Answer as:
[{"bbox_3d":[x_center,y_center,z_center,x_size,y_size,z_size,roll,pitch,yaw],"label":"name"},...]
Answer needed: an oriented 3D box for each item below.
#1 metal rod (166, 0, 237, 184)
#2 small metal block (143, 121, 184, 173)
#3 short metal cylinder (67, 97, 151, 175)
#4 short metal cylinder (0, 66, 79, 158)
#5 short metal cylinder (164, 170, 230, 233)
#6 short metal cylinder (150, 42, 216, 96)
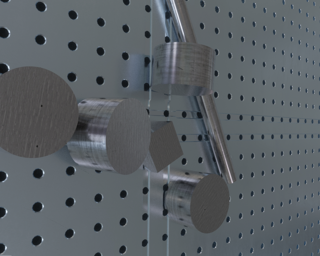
[{"bbox_3d":[0.066,-0.051,0.464,0.025,0.025,0.298,-31,110,-36],"label":"metal rod"},{"bbox_3d":[-0.002,0.024,0.408,0.050,0.025,0.050,-31,110,-36],"label":"small metal block"},{"bbox_3d":[-0.052,0.007,0.333,0.080,0.050,0.079,-14,106,-59],"label":"short metal cylinder"},{"bbox_3d":[-0.125,-0.014,0.289,0.081,0.050,0.079,0,90,-40],"label":"short metal cylinder"},{"bbox_3d":[0.053,0.102,0.438,0.081,0.050,0.079,0,90,-40],"label":"short metal cylinder"},{"bbox_3d":[0.030,-0.073,0.399,0.081,0.080,0.050,7,86,-40],"label":"short metal cylinder"}]
